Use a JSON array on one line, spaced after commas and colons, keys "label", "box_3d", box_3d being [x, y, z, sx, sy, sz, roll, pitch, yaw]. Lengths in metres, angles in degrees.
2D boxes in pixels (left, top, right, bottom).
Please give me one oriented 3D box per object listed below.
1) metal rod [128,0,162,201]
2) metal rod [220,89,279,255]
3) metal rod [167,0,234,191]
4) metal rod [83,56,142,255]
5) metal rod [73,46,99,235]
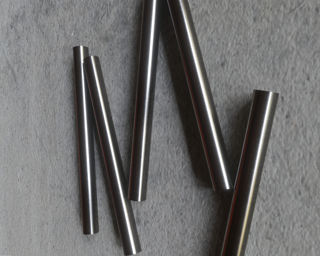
[{"label": "metal rod", "box_3d": [-0.019, -0.050, 0.418, 0.025, 0.025, 0.298, 8, 95, 39]}, {"label": "metal rod", "box_3d": [0.084, 0.109, 0.334, 0.025, 0.025, 0.298, 15, 100, 38]}, {"label": "metal rod", "box_3d": [0.040, -0.076, 0.370, 0.025, 0.025, 0.299, -20, 77, 38]}, {"label": "metal rod", "box_3d": [-0.074, 0.033, 0.463, 0.025, 0.025, 0.299, -23, 76, 37]}, {"label": "metal rod", "box_3d": [-0.120, 0.017, 0.500, 0.025, 0.025, 0.298, -7, 86, 39]}]
